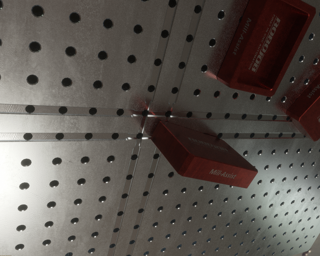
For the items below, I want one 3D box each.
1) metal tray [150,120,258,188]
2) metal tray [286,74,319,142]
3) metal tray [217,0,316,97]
[{"bbox_3d":[0.061,0.037,0.427,0.131,0.090,0.030,16,110,-35],"label":"metal tray"},{"bbox_3d":[0.291,-0.049,0.541,0.130,0.030,0.090,-49,129,6],"label":"metal tray"},{"bbox_3d":[0.143,-0.112,0.418,0.091,0.030,0.129,7,115,-32],"label":"metal tray"}]
